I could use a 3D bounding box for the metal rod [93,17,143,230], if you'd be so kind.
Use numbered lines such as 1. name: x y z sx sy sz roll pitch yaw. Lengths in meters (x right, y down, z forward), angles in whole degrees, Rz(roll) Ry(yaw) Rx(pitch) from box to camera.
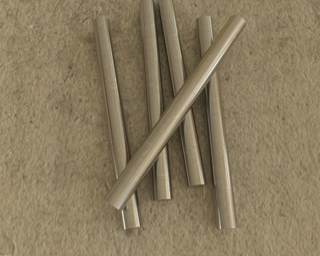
1. metal rod: -0.060 -0.020 0.414 0.025 0.025 0.299 -10 70 -4

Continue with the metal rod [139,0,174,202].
1. metal rod: -0.008 -0.052 0.427 0.025 0.025 0.299 -4 70 -2

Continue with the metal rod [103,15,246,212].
1. metal rod: 0.028 -0.031 0.392 0.025 0.025 0.300 31 73 10

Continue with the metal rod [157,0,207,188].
1. metal rod: 0.026 -0.067 0.432 0.025 0.025 0.299 -7 70 -3

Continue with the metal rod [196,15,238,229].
1. metal rod: 0.073 -0.021 0.416 0.025 0.025 0.299 -2 70 -1
